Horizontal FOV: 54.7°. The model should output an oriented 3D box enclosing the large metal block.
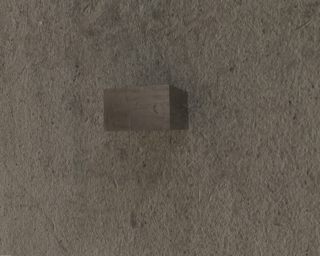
[{"bbox_3d":[-0.014,-0.022,0.385,0.080,0.080,0.050,-1,90,19],"label":"large metal block"}]
